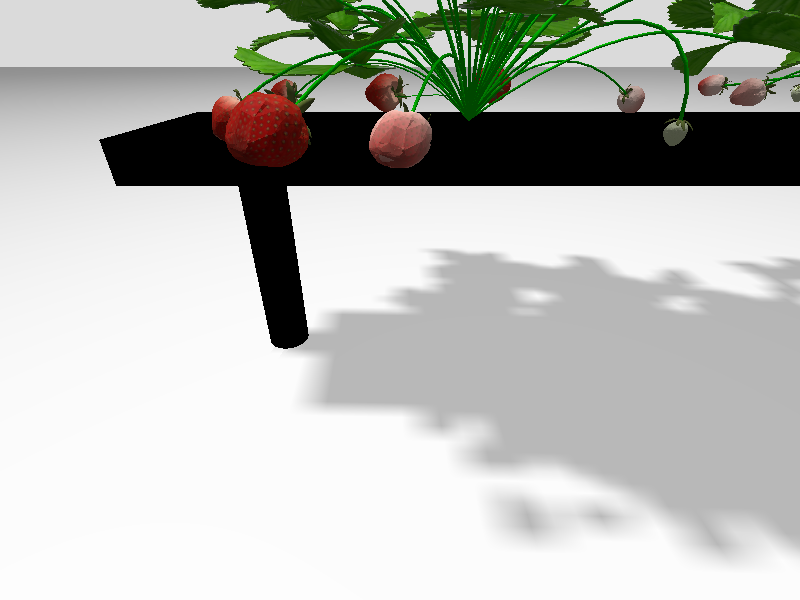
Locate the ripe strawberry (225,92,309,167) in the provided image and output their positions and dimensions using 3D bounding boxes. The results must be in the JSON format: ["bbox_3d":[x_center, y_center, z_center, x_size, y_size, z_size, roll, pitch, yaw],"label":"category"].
[{"bbox_3d":[-0.058,-0.070,0.170,0.035,0.031,0.031,19,-35,28],"label":"ripe strawberry"}]

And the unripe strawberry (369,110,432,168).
[{"bbox_3d":[-0.001,-0.067,0.171,0.028,0.025,0.025,10,-38,15],"label":"unripe strawberry"}]

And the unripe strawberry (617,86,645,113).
[{"bbox_3d":[0.208,-0.179,0.359,0.022,0.022,0.021,18,22,-29],"label":"unripe strawberry"}]

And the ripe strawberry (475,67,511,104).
[{"bbox_3d":[0.097,-0.226,0.420,0.039,0.035,0.036,10,32,15],"label":"ripe strawberry"}]

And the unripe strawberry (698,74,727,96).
[{"bbox_3d":[0.382,-0.264,0.492,0.027,0.023,0.027,-17,35,-26],"label":"unripe strawberry"}]

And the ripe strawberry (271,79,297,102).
[{"bbox_3d":[-0.106,-0.187,0.366,0.024,0.026,0.022,10,33,17],"label":"ripe strawberry"}]

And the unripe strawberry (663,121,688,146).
[{"bbox_3d":[0.131,-0.079,0.191,0.011,0.011,0.010,-15,35,-23],"label":"unripe strawberry"}]

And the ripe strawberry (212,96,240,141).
[{"bbox_3d":[-0.102,-0.108,0.241,0.022,0.026,0.026,35,5,-42],"label":"ripe strawberry"}]

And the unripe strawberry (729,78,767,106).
[{"bbox_3d":[0.334,-0.198,0.385,0.026,0.025,0.028,-12,22,34],"label":"unripe strawberry"}]

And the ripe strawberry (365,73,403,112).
[{"bbox_3d":[-0.015,-0.183,0.355,0.031,0.031,0.034,19,36,29],"label":"ripe strawberry"}]
